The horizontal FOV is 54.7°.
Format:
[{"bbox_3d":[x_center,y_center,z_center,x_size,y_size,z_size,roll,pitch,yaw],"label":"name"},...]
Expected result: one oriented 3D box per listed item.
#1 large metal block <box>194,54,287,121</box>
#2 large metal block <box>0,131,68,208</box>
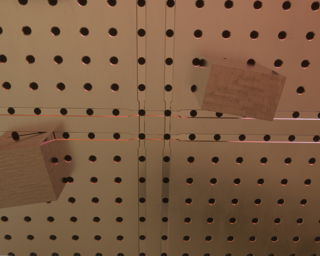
[{"bbox_3d":[0.088,-0.050,0.367,0.081,0.080,0.050,9,110,-4],"label":"large metal block"},{"bbox_3d":[-0.181,0.056,0.418,0.080,0.050,0.079,-9,110,2],"label":"large metal block"}]
